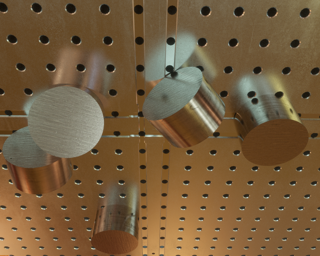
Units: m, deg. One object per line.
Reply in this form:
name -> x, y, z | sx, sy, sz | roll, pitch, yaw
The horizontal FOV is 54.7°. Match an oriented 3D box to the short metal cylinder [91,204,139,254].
short metal cylinder -> -0.077, 0.180, 0.547 | 0.081, 0.050, 0.079 | -1, 130, 0

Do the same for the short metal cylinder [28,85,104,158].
short metal cylinder -> -0.106, -0.010, 0.363 | 0.081, 0.050, 0.079 | -2, 100, -8

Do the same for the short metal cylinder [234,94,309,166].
short metal cylinder -> 0.141, 0.003, 0.401 | 0.081, 0.050, 0.079 | 0, 130, 0

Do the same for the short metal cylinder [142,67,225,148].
short metal cylinder -> 0.027, -0.024, 0.356 | 0.080, 0.080, 0.050 | -29, 125, 22

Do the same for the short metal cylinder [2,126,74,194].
short metal cylinder -> -0.157, 0.039, 0.407 | 0.081, 0.080, 0.050 | 4, 130, -4
